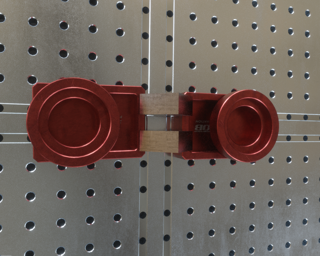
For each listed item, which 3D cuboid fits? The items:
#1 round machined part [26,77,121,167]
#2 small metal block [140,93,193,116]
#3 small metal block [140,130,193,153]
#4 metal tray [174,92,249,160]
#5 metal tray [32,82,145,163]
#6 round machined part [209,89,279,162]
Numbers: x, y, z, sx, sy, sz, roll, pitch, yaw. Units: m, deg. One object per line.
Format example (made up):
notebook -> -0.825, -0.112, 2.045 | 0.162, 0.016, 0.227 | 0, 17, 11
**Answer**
round machined part -> -0.098, -0.006, 0.354 | 0.099, 0.042, 0.097 | 0, 90, -20
small metal block -> 0.009, -0.028, 0.387 | 0.050, 0.050, 0.025 | 1, 90, 24
small metal block -> 0.009, 0.016, 0.387 | 0.050, 0.050, 0.025 | 1, 90, 24
metal tray -> 0.086, -0.002, 0.442 | 0.131, 0.030, 0.089 | 1, 90, -20
metal tray -> -0.085, -0.007, 0.380 | 0.131, 0.030, 0.089 | -1, 92, -20
round machined part -> 0.112, -0.003, 0.431 | 0.099, 0.042, 0.097 | 0, 90, -20
